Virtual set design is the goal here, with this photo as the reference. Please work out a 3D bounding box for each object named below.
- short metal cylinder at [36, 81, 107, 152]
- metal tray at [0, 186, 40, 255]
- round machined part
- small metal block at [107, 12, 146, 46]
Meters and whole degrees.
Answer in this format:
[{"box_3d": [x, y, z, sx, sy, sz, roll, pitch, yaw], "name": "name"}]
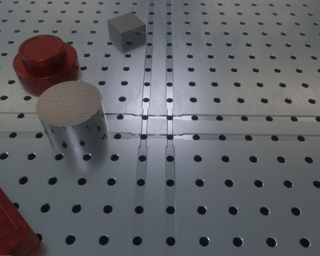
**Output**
[{"box_3d": [-0.113, -0.016, 0.404, 0.081, 0.050, 0.080, 0, 50, 0], "name": "short metal cylinder"}, {"box_3d": [-0.200, 0.099, 0.319, 0.091, 0.030, 0.130, -37, 59, -27], "name": "metal tray"}, {"box_3d": [-0.181, -0.111, 0.488, 0.099, 0.042, 0.098, 0, 50, 0], "name": "round machined part"}, {"box_3d": [-0.060, -0.179, 0.558, 0.050, 0.025, 0.050, -27, 55, -21], "name": "small metal block"}]
